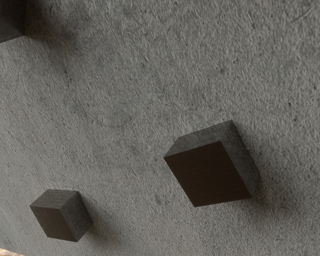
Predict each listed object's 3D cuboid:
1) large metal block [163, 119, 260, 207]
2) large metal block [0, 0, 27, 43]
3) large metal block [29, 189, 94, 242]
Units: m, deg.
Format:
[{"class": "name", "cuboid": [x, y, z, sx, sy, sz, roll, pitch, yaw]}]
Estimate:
[{"class": "large metal block", "cuboid": [0.065, 0.046, 0.385, 0.080, 0.050, 0.080, -21, 108, 36]}, {"class": "large metal block", "cuboid": [-0.226, -0.169, 0.405, 0.080, 0.050, 0.079, 32, 129, 7]}, {"class": "large metal block", "cuboid": [-0.187, 0.166, 0.592, 0.080, 0.050, 0.080, -4, 117, 30]}]
